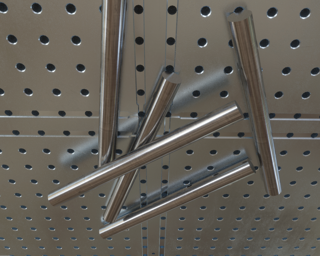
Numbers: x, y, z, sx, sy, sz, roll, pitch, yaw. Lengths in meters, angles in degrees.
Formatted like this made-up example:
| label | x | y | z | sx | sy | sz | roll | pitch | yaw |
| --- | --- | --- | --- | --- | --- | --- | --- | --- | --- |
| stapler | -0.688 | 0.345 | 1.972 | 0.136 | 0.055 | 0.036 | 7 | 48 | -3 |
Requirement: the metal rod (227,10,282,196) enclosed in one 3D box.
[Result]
| label | x | y | z | sx | sy | sz | roll | pitch | yaw |
| --- | --- | --- | --- | --- | --- | --- | --- | --- | --- |
| metal rod | 0.132 | -0.008 | 0.407 | 0.025 | 0.025 | 0.299 | -16 | 129 | 12 |

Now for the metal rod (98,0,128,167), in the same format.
| label | x | y | z | sx | sy | sz | roll | pitch | yaw |
| --- | --- | --- | --- | --- | --- | --- | --- | --- | --- |
| metal rod | -0.061 | -0.041 | 0.375 | 0.025 | 0.025 | 0.298 | 6 | 130 | -6 |

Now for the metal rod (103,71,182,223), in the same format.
| label | x | y | z | sx | sy | sz | roll | pitch | yaw |
| --- | --- | --- | --- | --- | --- | --- | --- | --- | --- |
| metal rod | -0.037 | 0.048 | 0.451 | 0.025 | 0.025 | 0.298 | 15 | 129 | -13 |

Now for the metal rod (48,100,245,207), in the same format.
| label | x | y | z | sx | sy | sz | roll | pitch | yaw |
| --- | --- | --- | --- | --- | --- | --- | --- | --- | --- |
| metal rod | -0.033 | 0.042 | 0.412 | 0.300 | 0.025 | 0.025 | -27 | 125 | 20 |

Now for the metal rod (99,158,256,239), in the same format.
| label | x | y | z | sx | sy | sz | roll | pitch | yaw |
| --- | --- | --- | --- | --- | --- | --- | --- | --- | --- |
| metal rod | 0.016 | 0.125 | 0.518 | 0.300 | 0.025 | 0.025 | -30 | 124 | 22 |
